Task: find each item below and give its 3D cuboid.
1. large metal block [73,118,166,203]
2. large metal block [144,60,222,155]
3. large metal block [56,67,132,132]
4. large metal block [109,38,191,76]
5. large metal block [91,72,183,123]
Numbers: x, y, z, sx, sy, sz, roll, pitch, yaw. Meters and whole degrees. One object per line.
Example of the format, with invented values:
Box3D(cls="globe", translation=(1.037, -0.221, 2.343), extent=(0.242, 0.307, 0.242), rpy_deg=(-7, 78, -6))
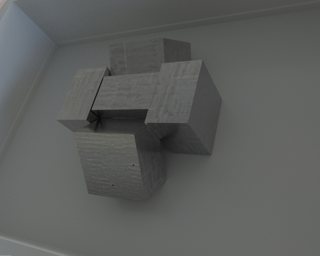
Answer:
Box3D(cls="large metal block", translation=(-0.045, 0.034, 0.363), extent=(0.080, 0.079, 0.050), rpy_deg=(1, 21, 27))
Box3D(cls="large metal block", translation=(0.032, -0.022, 0.366), extent=(0.050, 0.080, 0.080), rpy_deg=(1, 62, 29))
Box3D(cls="large metal block", translation=(-0.084, -0.027, 0.430), extent=(0.050, 0.080, 0.080), rpy_deg=(1, 62, 29))
Box3D(cls="large metal block", translation=(-0.010, -0.089, 0.422), extent=(0.080, 0.080, 0.050), rpy_deg=(2, 100, 29))
Box3D(cls="large metal block", translation=(-0.025, -0.025, 0.397), extent=(0.080, 0.080, 0.050), rpy_deg=(1, 62, 28))
